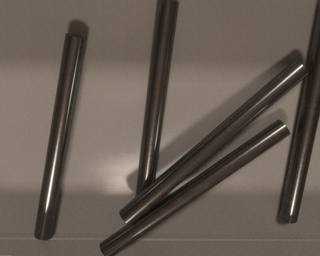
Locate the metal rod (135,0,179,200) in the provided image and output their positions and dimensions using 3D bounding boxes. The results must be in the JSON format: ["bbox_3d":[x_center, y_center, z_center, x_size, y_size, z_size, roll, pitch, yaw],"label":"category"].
[{"bbox_3d":[-0.009,-0.008,0.408,0.025,0.025,0.298,6,110,-3],"label":"metal rod"}]

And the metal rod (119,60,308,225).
[{"bbox_3d":[0.064,0.024,0.405,0.300,0.025,0.025,-42,105,7],"label":"metal rod"}]

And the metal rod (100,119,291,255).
[{"bbox_3d":[0.044,0.086,0.426,0.300,0.025,0.025,-36,107,5],"label":"metal rod"}]

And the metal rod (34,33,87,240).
[{"bbox_3d":[-0.138,0.025,0.418,0.025,0.025,0.298,14,109,-6],"label":"metal rod"}]

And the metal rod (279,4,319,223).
[{"bbox_3d":[0.196,-0.005,0.412,0.025,0.025,0.298,1,110,-1],"label":"metal rod"}]
